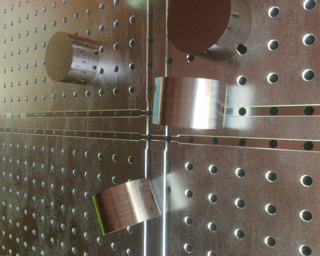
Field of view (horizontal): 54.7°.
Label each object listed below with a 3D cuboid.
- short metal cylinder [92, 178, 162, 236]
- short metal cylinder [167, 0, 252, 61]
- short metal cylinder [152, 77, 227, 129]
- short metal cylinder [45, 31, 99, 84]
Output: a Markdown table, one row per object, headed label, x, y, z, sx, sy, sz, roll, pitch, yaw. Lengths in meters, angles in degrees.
| label | x | y | z | sx | sy | sz | roll | pitch | yaw |
| --- | --- | --- | --- | --- | --- | --- | --- | --- | --- |
| short metal cylinder | -0.044 | 0.104 | 0.410 | 0.080 | 0.081 | 0.050 | -31 | 71 | 36 |
| short metal cylinder | 0.055 | -0.119 | 0.348 | 0.080 | 0.050 | 0.079 | 0 | 90 | 40 |
| short metal cylinder | 0.033 | -0.027 | 0.347 | 0.080 | 0.081 | 0.050 | 7 | 95 | 40 |
| short metal cylinder | -0.147 | -0.114 | 0.514 | 0.080 | 0.050 | 0.079 | 0 | 90 | 40 |
